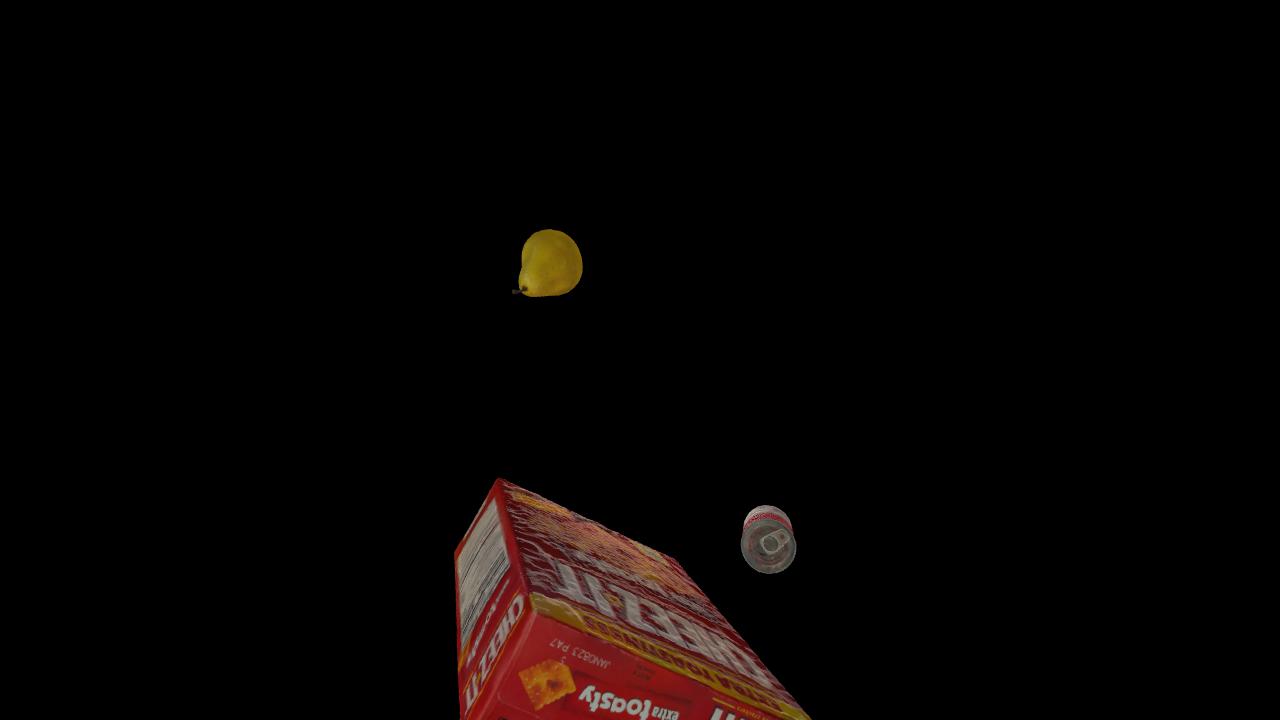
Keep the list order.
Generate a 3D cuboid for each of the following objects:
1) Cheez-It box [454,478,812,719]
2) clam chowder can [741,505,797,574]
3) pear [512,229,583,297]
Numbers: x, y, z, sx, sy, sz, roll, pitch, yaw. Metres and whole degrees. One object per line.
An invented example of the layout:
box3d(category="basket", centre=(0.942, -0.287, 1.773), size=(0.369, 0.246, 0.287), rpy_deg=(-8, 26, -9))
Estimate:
box3d(category="Cheez-It box", centre=(-0.022, 0.158, 0.370), size=(0.166, 0.071, 0.223), rpy_deg=(30, -4, -16))
box3d(category="clam chowder can", centre=(0.167, 0.231, 0.805), size=(0.068, 0.068, 0.102), rpy_deg=(0, -2, 11))
box3d(category="pear", centre=(-0.113, -0.100, 0.726), size=(0.080, 0.111, 0.080), rpy_deg=(14, -39, 12))
